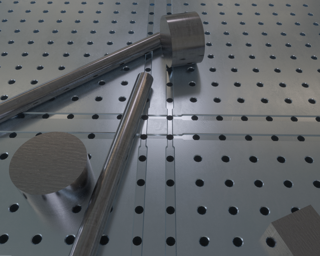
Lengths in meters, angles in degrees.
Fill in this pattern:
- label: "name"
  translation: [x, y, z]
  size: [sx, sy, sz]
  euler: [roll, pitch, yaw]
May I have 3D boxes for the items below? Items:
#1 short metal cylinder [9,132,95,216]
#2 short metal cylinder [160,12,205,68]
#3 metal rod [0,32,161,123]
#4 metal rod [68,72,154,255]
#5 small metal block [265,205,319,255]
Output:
- label: "short metal cylinder"
  translation: [-0.118, 0.051, 0.348]
  size: [0.081, 0.050, 0.080]
  euler: [0, 50, 0]
- label: "short metal cylinder"
  translation: [0.034, -0.139, 0.489]
  size: [0.050, 0.080, 0.080]
  euler: [-10, 51, -9]
- label: "metal rod"
  translation: [-0.117, -0.082, 0.475]
  size: [0.302, 0.025, 0.025]
  euler: [-31, 57, -24]
- label: "metal rod"
  translation: [-0.052, 0.037, 0.375]
  size: [0.025, 0.025, 0.300]
  euler: [9, 50, 7]
- label: "small metal block"
  translation: [0.145, 0.113, 0.313]
  size: [0.050, 0.025, 0.050]
  euler: [-18, 52, -15]
